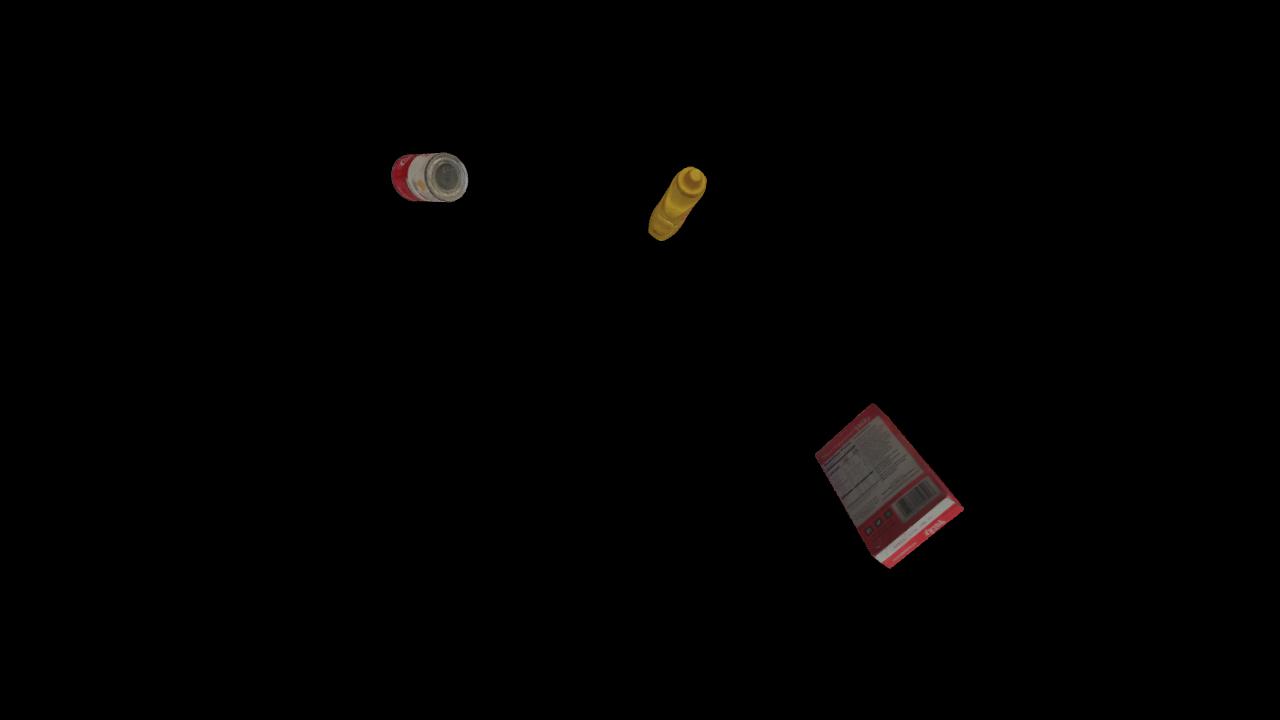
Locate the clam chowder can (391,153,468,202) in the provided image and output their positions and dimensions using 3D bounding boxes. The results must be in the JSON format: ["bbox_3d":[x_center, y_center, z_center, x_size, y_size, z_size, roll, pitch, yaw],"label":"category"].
[{"bbox_3d":[-0.301,-0.261,0.881,0.102,0.068,0.068,15,10,41],"label":"clam chowder can"}]

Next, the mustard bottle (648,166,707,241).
[{"bbox_3d":[0.062,-0.249,0.947,0.054,0.092,0.184,40,-12,-3],"label":"mustard bottle"}]

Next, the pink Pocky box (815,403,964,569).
[{"bbox_3d":[0.227,0.112,0.581,0.029,0.084,0.155,37,17,-19],"label":"pink Pocky box"}]
